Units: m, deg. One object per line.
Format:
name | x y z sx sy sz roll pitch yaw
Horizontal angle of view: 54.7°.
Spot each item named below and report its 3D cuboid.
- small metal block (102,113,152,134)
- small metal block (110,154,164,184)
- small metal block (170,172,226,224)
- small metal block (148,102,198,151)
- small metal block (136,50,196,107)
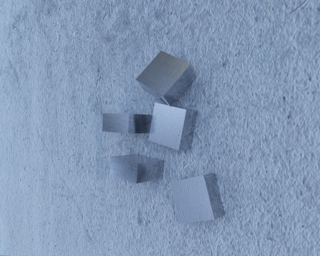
small metal block | -0.043 -0.007 0.424 0.050 0.050 0.025 4 93 40
small metal block | -0.031 0.053 0.414 0.050 0.050 0.025 9 96 39
small metal block | 0.044 0.084 0.369 0.050 0.025 0.050 -21 77 38
small metal block | 0.016 -0.003 0.392 0.050 0.025 0.050 17 101 38
small metal block | 0.007 -0.062 0.385 0.050 0.025 0.050 35 81 34
